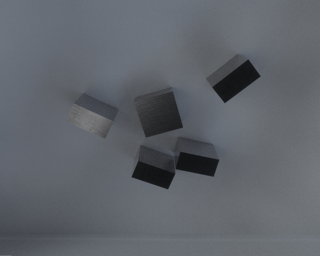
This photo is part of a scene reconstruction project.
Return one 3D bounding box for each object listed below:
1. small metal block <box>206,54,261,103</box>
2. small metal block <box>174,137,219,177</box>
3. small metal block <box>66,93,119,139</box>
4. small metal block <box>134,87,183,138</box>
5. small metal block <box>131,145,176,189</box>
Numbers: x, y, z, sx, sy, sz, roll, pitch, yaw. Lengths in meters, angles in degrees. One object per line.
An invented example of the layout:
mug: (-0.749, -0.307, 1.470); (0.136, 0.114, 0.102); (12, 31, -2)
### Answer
small metal block: (0.087, -0.061, 0.377); (0.050, 0.050, 0.025); (-38, 106, 12)
small metal block: (0.047, 0.037, 0.412); (0.050, 0.050, 0.025); (12, 110, -5)
small metal block: (-0.083, -0.016, 0.391); (0.050, 0.050, 0.025); (25, 108, -9)
small metal block: (-0.001, -0.021, 0.404); (0.050, 0.025, 0.050); (-16, 110, 5)
small metal block: (-0.008, 0.052, 0.417); (0.050, 0.050, 0.025); (20, 109, -8)
